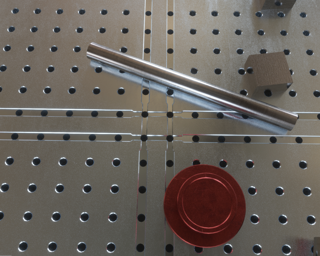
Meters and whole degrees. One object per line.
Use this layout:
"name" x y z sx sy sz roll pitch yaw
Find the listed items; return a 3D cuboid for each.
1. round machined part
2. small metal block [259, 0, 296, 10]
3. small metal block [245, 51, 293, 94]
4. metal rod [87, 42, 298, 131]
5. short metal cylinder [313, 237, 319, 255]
"round machined part" 0.054 0.091 0.370 0.099 0.042 0.098 0 70 0
"small metal block" 0.185 -0.218 0.493 0.050 0.025 0.050 -5 70 -2
"small metal block" 0.154 -0.078 0.441 0.050 0.025 0.050 -7 70 -3
"metal rod" 0.039 -0.060 0.433 0.301 0.025 0.025 21 71 7
"short metal cylinder" 0.207 0.150 0.329 0.080 0.080 0.050 11 71 4
